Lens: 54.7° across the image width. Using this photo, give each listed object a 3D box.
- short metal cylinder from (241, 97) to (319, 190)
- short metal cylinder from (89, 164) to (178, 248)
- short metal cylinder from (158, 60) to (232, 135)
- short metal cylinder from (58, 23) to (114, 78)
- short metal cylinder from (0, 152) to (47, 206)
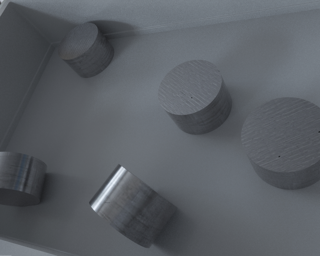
[{"bbox_3d":[0.128,0.016,0.313,0.080,0.050,0.080,-13,56,20],"label":"short metal cylinder"},{"bbox_3d":[-0.028,0.082,0.333,0.080,0.080,0.050,30,78,37],"label":"short metal cylinder"},{"bbox_3d":[0.044,-0.038,0.389,0.080,0.050,0.080,-13,56,20],"label":"short metal cylinder"},{"bbox_3d":[-0.127,-0.134,0.537,0.080,0.050,0.080,-13,56,20],"label":"short metal cylinder"},{"bbox_3d":[-0.204,0.073,0.430,0.080,0.080,0.050,-12,57,21],"label":"short metal cylinder"}]
